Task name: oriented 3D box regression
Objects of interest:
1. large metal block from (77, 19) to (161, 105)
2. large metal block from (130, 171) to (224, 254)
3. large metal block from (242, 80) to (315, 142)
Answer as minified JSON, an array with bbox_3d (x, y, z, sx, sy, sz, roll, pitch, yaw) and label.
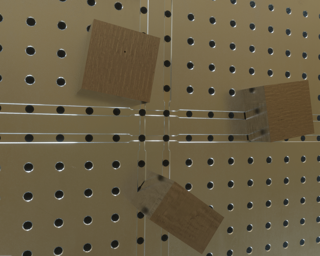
[{"bbox_3d":[-0.052,-0.076,0.381,0.081,0.050,0.080,10,87,-20],"label":"large metal block"},{"bbox_3d":[0.019,0.103,0.392,0.080,0.080,0.050,38,78,-17],"label":"large metal block"},{"bbox_3d":[0.178,-0.026,0.467,0.081,0.050,0.079,-9,93,-20],"label":"large metal block"}]
